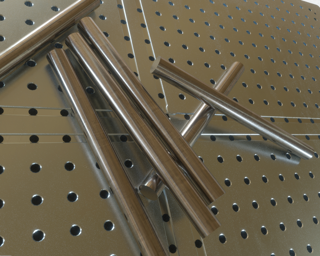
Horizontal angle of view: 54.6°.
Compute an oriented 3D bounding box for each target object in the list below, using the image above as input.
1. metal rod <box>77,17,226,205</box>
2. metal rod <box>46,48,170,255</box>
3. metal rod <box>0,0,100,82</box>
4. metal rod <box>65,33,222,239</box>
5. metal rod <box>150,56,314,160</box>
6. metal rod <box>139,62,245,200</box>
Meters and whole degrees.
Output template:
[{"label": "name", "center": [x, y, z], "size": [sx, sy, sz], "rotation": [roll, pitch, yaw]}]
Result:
[{"label": "metal rod", "center": [-0.021, -0.034, 0.395], "size": [0.025, 0.025, 0.300], "rotation": [-23, 68, -36]}, {"label": "metal rod", "center": [-0.060, 0.033, 0.354], "size": [0.025, 0.025, 0.299], "rotation": [-19, 72, -35]}, {"label": "metal rod", "center": [-0.165, -0.095, 0.377], "size": [0.025, 0.025, 0.301], "rotation": [36, 51, -4]}, {"label": "metal rod", "center": [-0.031, -0.005, 0.371], "size": [0.025, 0.025, 0.300], "rotation": [-23, 67, -36]}, {"label": "metal rod", "center": [0.119, -0.020, 0.458], "size": [0.301, 0.025, 0.025], "rotation": [26, 52, -22]}, {"label": "metal rod", "center": [0.062, -0.016, 0.449], "size": [0.025, 0.025, 0.301], "rotation": [41, 51, -1]}]
